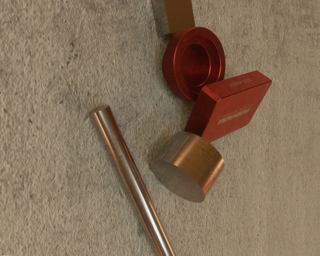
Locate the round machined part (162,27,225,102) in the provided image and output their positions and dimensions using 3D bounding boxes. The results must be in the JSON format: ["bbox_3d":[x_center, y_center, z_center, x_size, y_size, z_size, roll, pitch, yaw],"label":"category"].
[{"bbox_3d":[0.042,-0.085,0.424,0.099,0.042,0.097,-7,101,-39],"label":"round machined part"}]

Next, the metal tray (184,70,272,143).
[{"bbox_3d":[0.099,-0.029,0.451,0.131,0.030,0.089,-21,143,-38],"label":"metal tray"}]

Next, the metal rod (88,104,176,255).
[{"bbox_3d":[-0.015,0.111,0.391,0.025,0.025,0.299,-34,111,-35],"label":"metal rod"}]

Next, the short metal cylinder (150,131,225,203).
[{"bbox_3d":[0.035,0.050,0.398,0.050,0.080,0.080,-50,120,-28],"label":"short metal cylinder"}]

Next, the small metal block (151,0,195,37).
[{"bbox_3d":[0.019,-0.152,0.420,0.050,0.025,0.050,-18,101,-39],"label":"small metal block"}]
